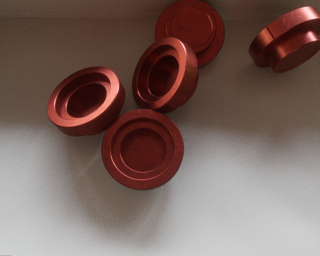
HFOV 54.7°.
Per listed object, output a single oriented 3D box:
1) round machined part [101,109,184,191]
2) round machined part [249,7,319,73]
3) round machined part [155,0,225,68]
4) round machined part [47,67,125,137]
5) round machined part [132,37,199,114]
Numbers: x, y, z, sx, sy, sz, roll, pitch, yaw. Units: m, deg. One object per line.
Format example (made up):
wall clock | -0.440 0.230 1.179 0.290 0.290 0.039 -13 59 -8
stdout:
round machined part | -0.020 0.029 0.387 0.099 0.042 0.098 0 74 0
round machined part | 0.173 -0.110 0.413 0.099 0.098 0.042 -21 72 -8
round machined part | 0.042 -0.134 0.435 0.099 0.042 0.097 0 89 0
round machined part | -0.090 -0.029 0.398 0.098 0.042 0.098 -10 53 14
round machined part | 0.011 -0.064 0.404 0.042 0.098 0.098 18 64 -42
